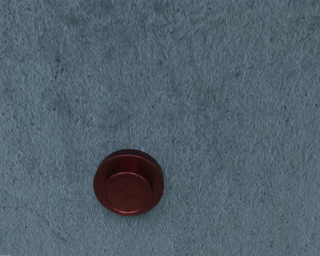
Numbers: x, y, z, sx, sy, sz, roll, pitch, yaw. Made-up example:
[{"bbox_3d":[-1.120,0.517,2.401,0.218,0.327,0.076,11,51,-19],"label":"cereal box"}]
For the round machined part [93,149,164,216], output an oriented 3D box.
[{"bbox_3d":[-0.044,0.082,0.430,0.099,0.042,0.097,0,110,0],"label":"round machined part"}]
